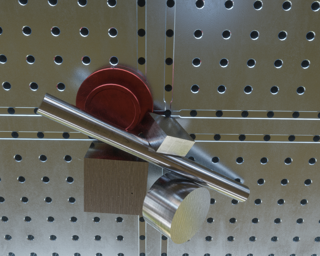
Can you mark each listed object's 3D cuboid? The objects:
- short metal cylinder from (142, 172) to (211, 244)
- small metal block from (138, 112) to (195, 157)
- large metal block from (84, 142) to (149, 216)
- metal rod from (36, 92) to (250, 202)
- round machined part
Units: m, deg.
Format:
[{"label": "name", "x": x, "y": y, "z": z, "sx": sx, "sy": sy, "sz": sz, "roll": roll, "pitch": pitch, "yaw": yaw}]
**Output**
[{"label": "short metal cylinder", "x": 0.023, "y": 0.106, "z": 0.417, "sx": 0.081, "sy": 0.050, "sz": 0.079, "roll": -23, "pitch": 124, "yaw": -40}, {"label": "small metal block", "x": 0.008, "y": 0.008, "z": 0.393, "sx": 0.050, "sy": 0.050, "sz": 0.025, "roll": 14, "pitch": 117, "yaw": -42}, {"label": "large metal block", "x": -0.058, "y": 0.068, "z": 0.422, "sx": 0.081, "sy": 0.050, "sz": 0.079, "roll": 4, "pitch": 110, "yaw": -2}, {"label": "metal rod", "x": -0.003, "y": 0.034, "z": 0.391, "sx": 0.302, "sy": 0.025, "sz": 0.025, "roll": 26, "pitch": 108, "yaw": -23}, {"label": "round machined part", "x": -0.058, "y": -0.027, "z": 0.394, "sx": 0.099, "sy": 0.042, "sz": 0.097, "roll": 0, "pitch": 110, "yaw": -1}]
